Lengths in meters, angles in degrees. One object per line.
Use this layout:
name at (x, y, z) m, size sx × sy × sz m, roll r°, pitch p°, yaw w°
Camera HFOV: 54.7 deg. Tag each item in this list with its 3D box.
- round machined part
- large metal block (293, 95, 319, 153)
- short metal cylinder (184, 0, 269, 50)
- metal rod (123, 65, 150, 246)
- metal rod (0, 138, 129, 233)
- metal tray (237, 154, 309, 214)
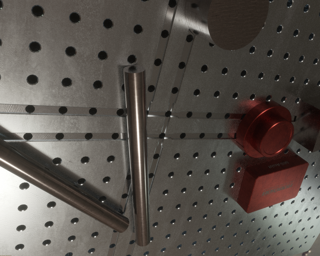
round machined part at (0.177, 0.009, 0.506) m, size 0.099 × 0.042 × 0.097 m, roll -14°, pitch 125°, yaw -21°
large metal block at (0.290, -0.012, 0.550) m, size 0.081 × 0.050 × 0.079 m, roll -14°, pitch 124°, yaw -21°
short metal cylinder at (0.075, -0.135, 0.354) m, size 0.081 × 0.050 × 0.079 m, roll -14°, pitch 125°, yaw -21°
metal rod at (-0.029, 0.059, 0.433) m, size 0.025 × 0.025 × 0.298 m, roll -14°, pitch 125°, yaw -21°
metal rod at (-0.136, 0.064, 0.376) m, size 0.025 × 0.025 × 0.300 m, roll -43°, pitch 130°, yaw 1°
metal tray at (0.217, 0.107, 0.596) m, size 0.131 × 0.030 × 0.089 m, roll -10°, pitch 123°, yaw -24°
